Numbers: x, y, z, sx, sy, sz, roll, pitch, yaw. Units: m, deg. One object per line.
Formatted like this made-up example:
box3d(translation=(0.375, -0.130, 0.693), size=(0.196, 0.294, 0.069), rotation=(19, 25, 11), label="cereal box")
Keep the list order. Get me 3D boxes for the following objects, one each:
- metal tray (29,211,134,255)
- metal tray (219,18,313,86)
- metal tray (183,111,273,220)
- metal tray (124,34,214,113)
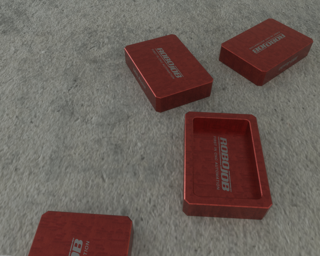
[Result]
box3d(translation=(-0.077, 0.144, 0.278), size=(0.091, 0.030, 0.130), rotation=(4, 50, 2), label="metal tray")
box3d(translation=(0.174, -0.129, 0.511), size=(0.131, 0.030, 0.090), rotation=(-32, 57, -25), label="metal tray")
box3d(translation=(0.074, 0.039, 0.367), size=(0.091, 0.030, 0.130), rotation=(3, 50, 2), label="metal tray")
box3d(translation=(0.010, -0.089, 0.475), size=(0.091, 0.030, 0.130), rotation=(-19, 53, -16), label="metal tray")
